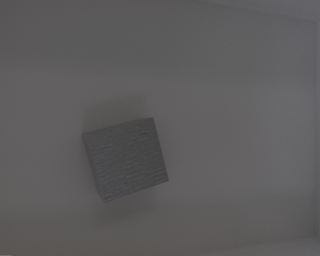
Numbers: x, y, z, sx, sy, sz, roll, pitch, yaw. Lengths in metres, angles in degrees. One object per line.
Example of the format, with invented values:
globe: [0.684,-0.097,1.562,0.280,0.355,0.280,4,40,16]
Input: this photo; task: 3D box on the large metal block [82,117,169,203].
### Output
large metal block: [-0.044,0.035,0.381,0.081,0.050,0.080,-16,95,-19]
